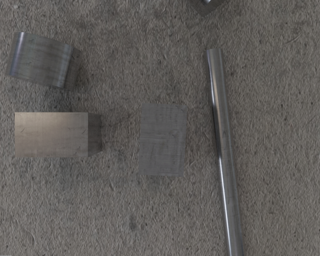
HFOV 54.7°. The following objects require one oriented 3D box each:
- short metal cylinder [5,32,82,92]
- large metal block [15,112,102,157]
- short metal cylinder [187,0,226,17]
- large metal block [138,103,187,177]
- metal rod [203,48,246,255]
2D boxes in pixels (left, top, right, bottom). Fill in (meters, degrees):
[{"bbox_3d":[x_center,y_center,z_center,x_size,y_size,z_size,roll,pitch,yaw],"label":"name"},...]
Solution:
[{"bbox_3d":[-0.142,-0.079,0.381,0.080,0.080,0.050,13,90,0],"label":"short metal cylinder"},{"bbox_3d":[-0.120,0.007,0.382,0.081,0.080,0.050,0,90,0],"label":"large metal block"},{"bbox_3d":[0.065,-0.186,0.383,0.080,0.080,0.050,-41,90,0],"label":"short metal cylinder"},{"bbox_3d":[0.003,0.013,0.383,0.050,0.080,0.080,3,90,0],"label":"large metal block"},{"bbox_3d":[0.087,0.046,0.410,0.025,0.025,0.298,-7,90,0],"label":"metal rod"}]
